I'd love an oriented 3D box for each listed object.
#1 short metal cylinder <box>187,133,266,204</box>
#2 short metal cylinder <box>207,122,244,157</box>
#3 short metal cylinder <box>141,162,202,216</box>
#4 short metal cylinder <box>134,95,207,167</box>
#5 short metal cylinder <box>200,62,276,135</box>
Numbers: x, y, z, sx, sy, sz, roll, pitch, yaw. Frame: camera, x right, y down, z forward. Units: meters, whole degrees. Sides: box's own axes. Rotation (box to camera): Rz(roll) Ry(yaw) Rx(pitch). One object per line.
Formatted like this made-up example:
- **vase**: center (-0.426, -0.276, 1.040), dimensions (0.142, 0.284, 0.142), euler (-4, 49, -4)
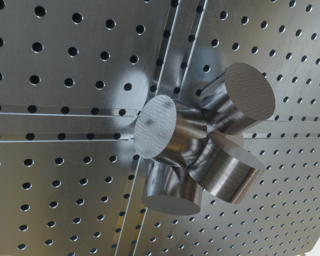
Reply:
- **short metal cylinder**: center (0.081, 0.048, 0.384), dimensions (0.081, 0.080, 0.050), euler (19, 108, -36)
- **short metal cylinder**: center (0.072, 0.020, 0.445), dimensions (0.081, 0.050, 0.079), euler (-13, 123, -21)
- **short metal cylinder**: center (0.018, 0.084, 0.430), dimensions (0.080, 0.050, 0.080), euler (8, 149, 5)
- **short metal cylinder**: center (0.011, 0.005, 0.384), dimensions (0.050, 0.080, 0.080), euler (20, 107, -36)
- **short metal cylinder**: center (0.100, -0.036, 0.398), dimensions (0.081, 0.080, 0.050), euler (2, 157, -29)
